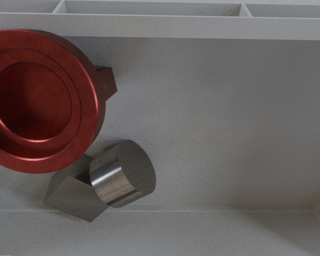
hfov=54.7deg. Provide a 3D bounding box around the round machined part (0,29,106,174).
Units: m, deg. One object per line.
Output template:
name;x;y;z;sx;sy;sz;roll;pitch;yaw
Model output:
round machined part;-0.087;-0.020;0.223;0.099;0.042;0.097;1;107;4

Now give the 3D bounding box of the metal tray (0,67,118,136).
metal tray;-0.102;-0.031;0.311;0.090;0.130;0.030;-10;106;8

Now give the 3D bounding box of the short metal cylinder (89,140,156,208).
short metal cylinder;-0.049;0.063;0.426;0.050;0.080;0.080;-30;124;22

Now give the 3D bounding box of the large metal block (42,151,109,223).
large metal block;-0.115;0.090;0.468;0.080;0.050;0.080;31;123;-24
